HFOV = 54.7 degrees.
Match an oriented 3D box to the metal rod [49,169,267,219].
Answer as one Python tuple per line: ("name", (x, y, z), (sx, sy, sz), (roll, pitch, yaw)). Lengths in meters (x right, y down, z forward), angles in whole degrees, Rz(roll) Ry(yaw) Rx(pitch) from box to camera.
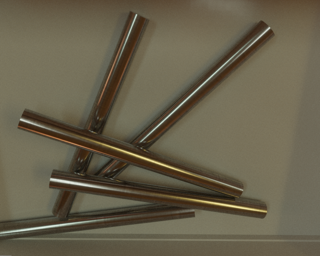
("metal rod", (0.006, 0.093, 0.428), (0.302, 0.025, 0.025), (11, 110, -11))

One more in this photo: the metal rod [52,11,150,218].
("metal rod", (-0.085, -0.004, 0.408), (0.025, 0.025, 0.298), (23, 108, -8))

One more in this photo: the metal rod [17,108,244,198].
("metal rod", (-0.023, 0.039, 0.398), (0.302, 0.025, 0.025), (20, 109, -18))

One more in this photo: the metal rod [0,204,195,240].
("metal rod", (-0.100, 0.138, 0.461), (0.302, 0.025, 0.025), (-7, 110, 2))

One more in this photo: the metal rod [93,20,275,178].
("metal rod", (0.020, -0.021, 0.403), (0.299, 0.025, 0.025), (-42, 105, 14))
